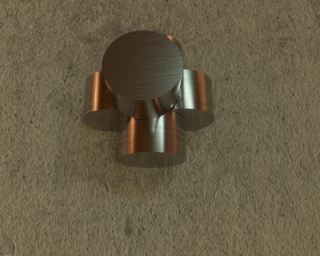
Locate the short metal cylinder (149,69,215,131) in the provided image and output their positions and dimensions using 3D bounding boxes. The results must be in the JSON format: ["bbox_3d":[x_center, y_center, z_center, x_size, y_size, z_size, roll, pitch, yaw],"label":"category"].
[{"bbox_3d":[0.027,-0.032,0.392,0.081,0.080,0.050,0,70,-1],"label":"short metal cylinder"}]

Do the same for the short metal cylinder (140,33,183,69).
[{"bbox_3d":[-0.009,-0.080,0.409,0.081,0.080,0.050,-2,70,-1],"label":"short metal cylinder"}]

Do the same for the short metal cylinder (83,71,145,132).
[{"bbox_3d":[-0.055,-0.031,0.391,0.081,0.080,0.050,-1,70,-1],"label":"short metal cylinder"}]

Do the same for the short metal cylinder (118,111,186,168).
[{"bbox_3d":[-0.009,0.015,0.374,0.081,0.080,0.050,0,70,-1],"label":"short metal cylinder"}]

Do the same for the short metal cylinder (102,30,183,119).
[{"bbox_3d":[-0.017,-0.055,0.331,0.081,0.050,0.080,0,70,0],"label":"short metal cylinder"}]
